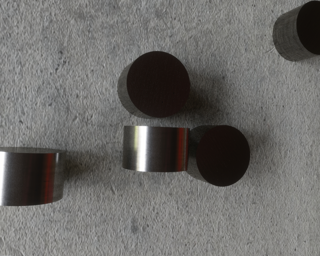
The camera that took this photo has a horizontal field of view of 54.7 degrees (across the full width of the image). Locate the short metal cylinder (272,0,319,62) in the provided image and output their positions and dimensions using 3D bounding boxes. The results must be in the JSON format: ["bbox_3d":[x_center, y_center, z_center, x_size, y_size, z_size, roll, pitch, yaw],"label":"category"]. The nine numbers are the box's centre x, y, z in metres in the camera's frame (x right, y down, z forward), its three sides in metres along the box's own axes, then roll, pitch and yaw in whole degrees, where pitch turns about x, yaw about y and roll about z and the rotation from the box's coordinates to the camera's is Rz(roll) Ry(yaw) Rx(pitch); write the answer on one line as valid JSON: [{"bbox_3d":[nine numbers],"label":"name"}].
[{"bbox_3d":[0.223,-0.147,0.477,0.081,0.050,0.080,0,90,-20],"label":"short metal cylinder"}]

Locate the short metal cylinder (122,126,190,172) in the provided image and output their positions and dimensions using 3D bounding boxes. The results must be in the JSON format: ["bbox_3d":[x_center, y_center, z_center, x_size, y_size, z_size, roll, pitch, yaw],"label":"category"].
[{"bbox_3d":[-0.005,0.024,0.378,0.081,0.080,0.050,2,90,-20],"label":"short metal cylinder"}]

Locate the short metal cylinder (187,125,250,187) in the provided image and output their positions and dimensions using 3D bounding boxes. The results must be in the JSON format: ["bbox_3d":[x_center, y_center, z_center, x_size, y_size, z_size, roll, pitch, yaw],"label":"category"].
[{"bbox_3d":[0.074,0.036,0.423,0.081,0.050,0.080,0,90,-20],"label":"short metal cylinder"}]

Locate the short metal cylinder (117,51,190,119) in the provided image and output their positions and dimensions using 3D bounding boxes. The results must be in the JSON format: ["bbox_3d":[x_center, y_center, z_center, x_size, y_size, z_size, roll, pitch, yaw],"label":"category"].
[{"bbox_3d":[-0.009,-0.052,0.392,0.081,0.050,0.080,0,90,-20],"label":"short metal cylinder"}]

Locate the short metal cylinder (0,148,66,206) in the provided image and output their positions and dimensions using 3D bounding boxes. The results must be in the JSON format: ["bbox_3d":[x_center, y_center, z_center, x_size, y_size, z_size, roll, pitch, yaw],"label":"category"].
[{"bbox_3d":[-0.143,0.048,0.327,0.081,0.080,0.050,4,89,-20],"label":"short metal cylinder"}]
